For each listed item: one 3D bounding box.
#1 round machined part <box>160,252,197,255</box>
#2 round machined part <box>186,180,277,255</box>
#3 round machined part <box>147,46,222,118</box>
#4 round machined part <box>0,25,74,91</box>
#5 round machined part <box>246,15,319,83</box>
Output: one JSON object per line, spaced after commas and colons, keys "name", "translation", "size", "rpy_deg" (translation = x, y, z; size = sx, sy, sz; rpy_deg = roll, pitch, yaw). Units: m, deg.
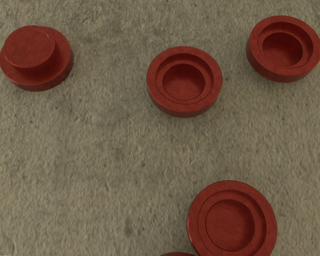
{"name": "round machined part", "translation": [0.026, 0.174, 0.320], "size": [0.098, 0.042, 0.097], "rpy_deg": [3, 98, 19]}
{"name": "round machined part", "translation": [0.079, 0.113, 0.359], "size": [0.099, 0.042, 0.098], "rpy_deg": [0, 70, -1]}
{"name": "round machined part", "translation": [0.032, -0.058, 0.421], "size": [0.099, 0.042, 0.098], "rpy_deg": [0, 70, -1]}
{"name": "round machined part", "translation": [-0.176, -0.104, 0.435], "size": [0.099, 0.042, 0.098], "rpy_deg": [0, 70, -1]}
{"name": "round machined part", "translation": [0.171, -0.107, 0.440], "size": [0.099, 0.042, 0.098], "rpy_deg": [0, 70, -1]}
